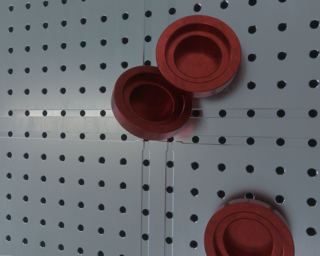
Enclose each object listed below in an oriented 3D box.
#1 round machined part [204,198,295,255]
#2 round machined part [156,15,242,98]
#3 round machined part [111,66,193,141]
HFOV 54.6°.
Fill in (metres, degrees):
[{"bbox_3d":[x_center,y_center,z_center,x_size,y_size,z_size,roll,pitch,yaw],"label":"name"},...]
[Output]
[{"bbox_3d":[0.105,0.132,0.367,0.098,0.042,0.097,0,90,20],"label":"round machined part"},{"bbox_3d":[0.045,-0.083,0.377,0.098,0.042,0.098,-1,77,3],"label":"round machined part"},{"bbox_3d":[-0.012,-0.027,0.390,0.098,0.099,0.042,51,148,13],"label":"round machined part"}]
